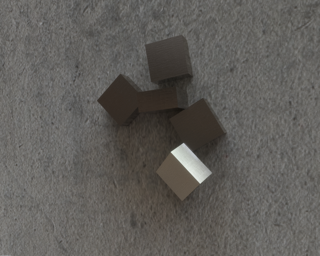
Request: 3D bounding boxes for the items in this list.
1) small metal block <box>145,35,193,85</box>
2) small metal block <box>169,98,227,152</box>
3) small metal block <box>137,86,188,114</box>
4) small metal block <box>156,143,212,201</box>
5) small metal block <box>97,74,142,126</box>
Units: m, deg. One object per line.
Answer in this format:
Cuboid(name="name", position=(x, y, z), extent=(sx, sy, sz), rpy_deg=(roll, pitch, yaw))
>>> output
Cuboid(name="small metal block", position=(0.012, -0.088, 0.404), extent=(0.050, 0.025, 0.050), rpy_deg=(-10, 87, 19))
Cuboid(name="small metal block", position=(0.048, -0.003, 0.391), extent=(0.050, 0.025, 0.050), rpy_deg=(-32, 80, 16))
Cuboid(name="small metal block", position=(0.005, -0.034, 0.393), extent=(0.050, 0.050, 0.025), rpy_deg=(-6, 88, 19))
Cuboid(name="small metal block", position=(0.029, 0.055, 0.386), extent=(0.050, 0.025, 0.050), rpy_deg=(47, 139, 13))
Cuboid(name="small metal block", position=(-0.049, -0.038, 0.425), extent=(0.050, 0.025, 0.050), rpy_deg=(-46, 76, 14))
